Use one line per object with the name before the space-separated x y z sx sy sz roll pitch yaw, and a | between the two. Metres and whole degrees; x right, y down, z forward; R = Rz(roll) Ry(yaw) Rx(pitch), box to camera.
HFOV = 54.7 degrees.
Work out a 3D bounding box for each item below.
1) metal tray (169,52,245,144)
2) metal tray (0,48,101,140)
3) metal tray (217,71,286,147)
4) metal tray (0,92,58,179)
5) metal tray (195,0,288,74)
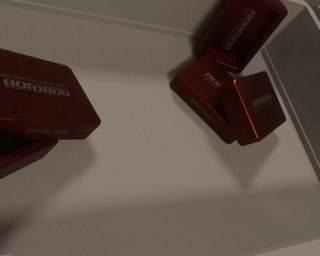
metal tray | 0.089 -0.049 0.483 0.130 0.030 0.091 46 51 3
metal tray | -0.130 -0.032 0.311 0.090 0.030 0.131 57 24 19
metal tray | 0.143 -0.034 0.469 0.131 0.030 0.090 -22 89 -50
metal tray | -0.170 -0.016 0.289 0.130 0.030 0.090 49 22 1
metal tray | 0.127 -0.157 0.503 0.091 0.129 0.030 17 43 -19
